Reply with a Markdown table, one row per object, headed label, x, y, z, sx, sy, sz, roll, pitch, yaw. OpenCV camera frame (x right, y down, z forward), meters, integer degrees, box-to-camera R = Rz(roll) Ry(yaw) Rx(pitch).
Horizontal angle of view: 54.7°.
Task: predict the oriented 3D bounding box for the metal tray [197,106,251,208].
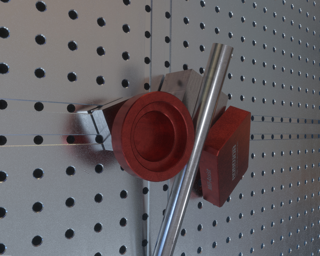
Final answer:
| label | x | y | z | sx | sy | sz | roll | pitch | yaw |
| --- | --- | --- | --- | --- | --- | --- | --- | --- | --- |
| metal tray | 0.095 | 0.044 | 0.449 | 0.090 | 0.030 | 0.129 | -46 | 142 | -30 |

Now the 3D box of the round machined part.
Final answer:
| label | x | y | z | sx | sy | sz | roll | pitch | yaw |
| --- | --- | --- | --- | --- | --- | --- | --- | --- | --- |
| round machined part | -0.011 | 0.009 | 0.349 | 0.099 | 0.042 | 0.097 | -1 | 91 | -37 |

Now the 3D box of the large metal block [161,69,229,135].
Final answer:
| label | x | y | z | sx | sy | sz | roll | pitch | yaw |
| --- | --- | --- | --- | --- | --- | --- | --- | --- | --- |
| large metal block | 0.041 | -0.023 | 0.424 | 0.080 | 0.050 | 0.080 | 29 | 72 | -37 |

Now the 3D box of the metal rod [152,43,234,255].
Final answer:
| label | x | y | z | sx | sy | sz | roll | pitch | yaw |
| --- | --- | --- | --- | --- | --- | --- | --- | --- | --- |
| metal rod | 0.035 | 0.047 | 0.383 | 0.025 | 0.025 | 0.298 | 8 | 101 | -40 |

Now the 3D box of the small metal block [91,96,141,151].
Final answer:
| label | x | y | z | sx | sy | sz | roll | pitch | yaw |
| --- | --- | --- | --- | --- | --- | --- | --- | --- | --- |
| small metal block | -0.046 | -0.006 | 0.367 | 0.050 | 0.025 | 0.050 | -28 | 108 | -37 |
